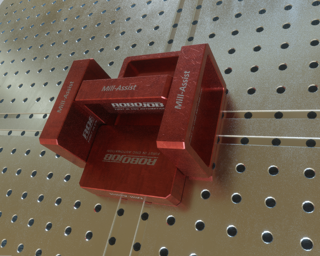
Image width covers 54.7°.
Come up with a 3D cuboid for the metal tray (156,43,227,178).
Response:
[{"bbox_3d":[0.042,-0.019,0.354,0.030,0.090,0.130,1,62,28],"label":"metal tray"}]

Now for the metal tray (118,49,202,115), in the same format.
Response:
[{"bbox_3d":[-0.001,-0.064,0.443,0.130,0.030,0.090,1,62,28],"label":"metal tray"}]

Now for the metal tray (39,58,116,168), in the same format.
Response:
[{"bbox_3d":[-0.101,-0.019,0.429,0.030,0.090,0.130,1,62,28],"label":"metal tray"}]

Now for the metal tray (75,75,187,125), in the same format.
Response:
[{"bbox_3d":[-0.029,-0.026,0.394,0.130,0.090,0.030,1,63,28],"label":"metal tray"}]

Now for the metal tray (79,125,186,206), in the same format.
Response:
[{"bbox_3d":[-0.031,0.043,0.392,0.130,0.030,0.090,1,62,28],"label":"metal tray"}]
